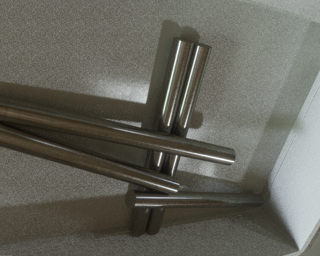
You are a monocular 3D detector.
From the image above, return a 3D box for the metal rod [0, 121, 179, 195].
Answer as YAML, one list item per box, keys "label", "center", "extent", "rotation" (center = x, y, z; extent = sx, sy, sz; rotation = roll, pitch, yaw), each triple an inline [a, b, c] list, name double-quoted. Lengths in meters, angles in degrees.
- label: "metal rod"
  center: [-0.100, 0.032, 0.356]
  extent: [0.302, 0.025, 0.025]
  rotation: [23, 106, -31]

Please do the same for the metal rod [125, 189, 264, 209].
- label: "metal rod"
  center: [0.076, 0.116, 0.500]
  extent: [0.302, 0.025, 0.025]
  rotation: [12, 113, -40]

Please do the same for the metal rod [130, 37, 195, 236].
- label: "metal rod"
  center: [-0.004, 0.029, 0.422]
  extent: [0.025, 0.025, 0.298]
  rotation: [-1, 119, -28]

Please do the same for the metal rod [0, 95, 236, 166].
- label: "metal rod"
  center: [-0.033, 0.010, 0.371]
  extent: [0.302, 0.025, 0.025]
  rotation: [13, 112, -27]

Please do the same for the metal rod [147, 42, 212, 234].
- label: "metal rod"
  center: [0.019, 0.031, 0.436]
  extent: [0.025, 0.025, 0.298]
  rotation: [-1, 119, -28]
